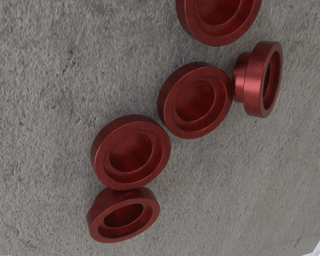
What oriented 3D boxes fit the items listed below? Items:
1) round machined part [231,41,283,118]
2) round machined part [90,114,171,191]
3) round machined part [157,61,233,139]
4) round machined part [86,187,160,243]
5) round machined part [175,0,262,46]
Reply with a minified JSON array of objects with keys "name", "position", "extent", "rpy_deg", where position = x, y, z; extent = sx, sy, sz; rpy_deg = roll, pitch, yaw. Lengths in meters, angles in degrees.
[{"name":"round machined part","position":[0.126,-0.064,0.406],"extent":[0.099,0.042,0.097],"rpy_deg":[-28,124,-51]},{"name":"round machined part","position":[-0.039,0.027,0.389],"extent":[0.099,0.042,0.097],"rpy_deg":[-13,122,-22]},{"name":"round machined part","position":[0.040,-0.038,0.394],"extent":[0.099,0.042,0.097],"rpy_deg":[-14,124,-21]},{"name":"round machined part","position":[-0.053,0.112,0.429],"extent":[0.099,0.042,0.097],"rpy_deg":[-16,136,-16]},{"name":"round machined part","position":[0.060,-0.143,0.340],"extent":[0.099,0.042,0.097],"rpy_deg":[-14,124,-21]}]
